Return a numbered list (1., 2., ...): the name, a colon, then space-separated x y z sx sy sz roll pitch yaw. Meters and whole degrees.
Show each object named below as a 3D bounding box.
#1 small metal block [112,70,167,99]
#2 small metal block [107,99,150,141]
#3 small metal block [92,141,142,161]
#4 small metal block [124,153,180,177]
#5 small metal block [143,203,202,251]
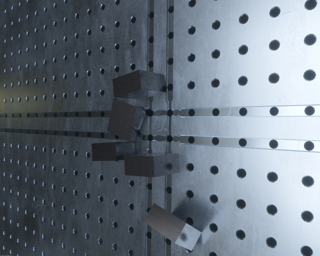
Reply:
1. small metal block: -0.027 -0.057 0.417 0.050 0.050 0.025 -10 84 39
2. small metal block: -0.047 -0.012 0.449 0.050 0.025 0.050 21 103 38
3. small metal block: -0.062 0.033 0.445 0.050 0.050 0.025 -6 87 40
4. small metal block: -0.010 0.047 0.403 0.050 0.050 0.025 -4 88 40
5. small metal block: 0.016 0.121 0.377 0.050 0.050 0.025 22 75 38
